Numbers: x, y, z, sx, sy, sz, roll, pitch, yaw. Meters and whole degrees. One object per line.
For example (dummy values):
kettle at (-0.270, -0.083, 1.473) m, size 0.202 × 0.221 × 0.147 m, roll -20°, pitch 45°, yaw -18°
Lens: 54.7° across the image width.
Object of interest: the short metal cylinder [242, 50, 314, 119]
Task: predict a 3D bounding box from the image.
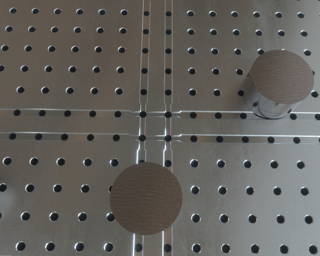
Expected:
short metal cylinder at (0.158, -0.059, 0.422) m, size 0.081 × 0.050 × 0.080 m, roll 0°, pitch 70°, yaw 0°

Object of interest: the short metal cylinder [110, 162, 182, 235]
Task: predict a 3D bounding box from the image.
short metal cylinder at (-0.015, 0.085, 0.367) m, size 0.081 × 0.050 × 0.080 m, roll 0°, pitch 70°, yaw 0°
